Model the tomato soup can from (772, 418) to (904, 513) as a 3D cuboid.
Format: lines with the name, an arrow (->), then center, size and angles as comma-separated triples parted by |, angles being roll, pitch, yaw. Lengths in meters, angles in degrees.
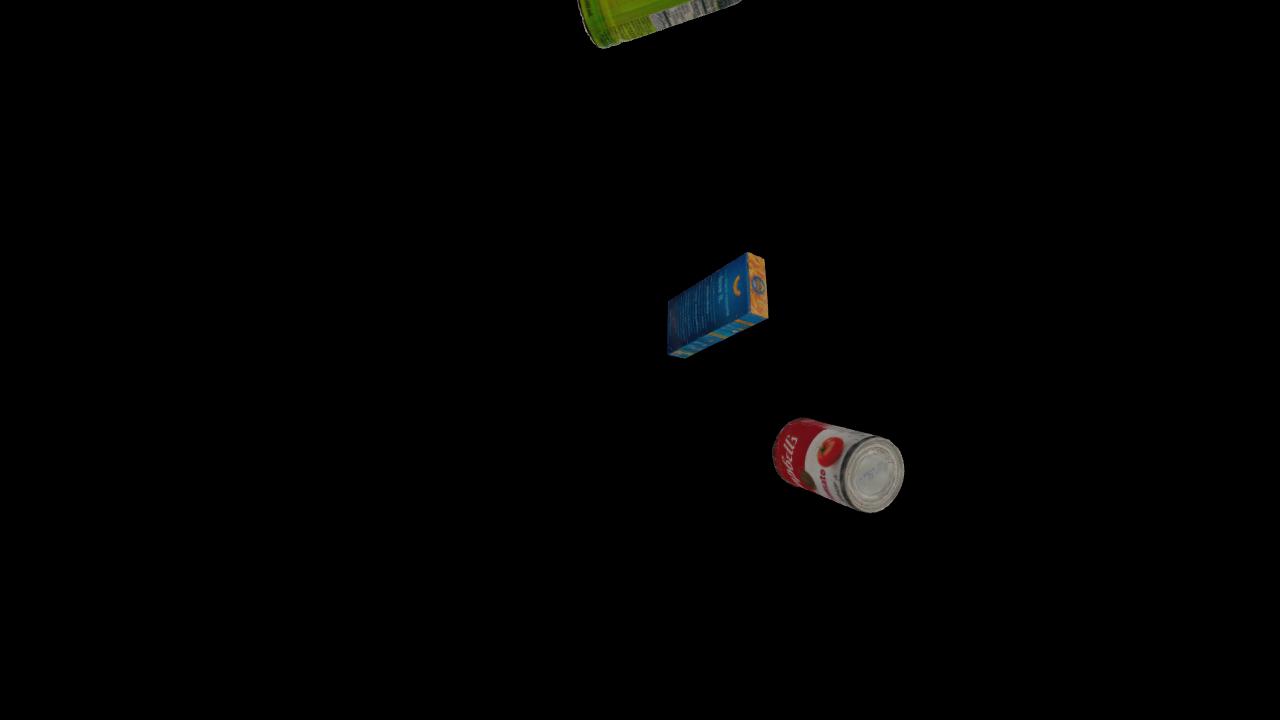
tomato soup can -> 0.178, 0.093, 0.558 | 0.068, 0.068, 0.101 | 0, 4, -23

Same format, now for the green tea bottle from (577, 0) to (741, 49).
green tea bottle -> 0.048, -0.355, 0.570 | 0.212, 0.073, 0.073 | -9, -2, 16

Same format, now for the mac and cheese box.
mac and cheese box -> 0.106, -0.073, 0.884 | 0.041, 0.093, 0.184 | 15, -24, -30
